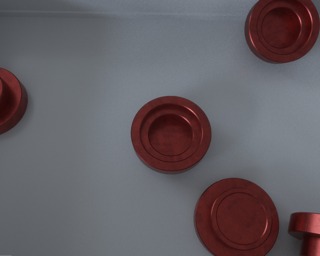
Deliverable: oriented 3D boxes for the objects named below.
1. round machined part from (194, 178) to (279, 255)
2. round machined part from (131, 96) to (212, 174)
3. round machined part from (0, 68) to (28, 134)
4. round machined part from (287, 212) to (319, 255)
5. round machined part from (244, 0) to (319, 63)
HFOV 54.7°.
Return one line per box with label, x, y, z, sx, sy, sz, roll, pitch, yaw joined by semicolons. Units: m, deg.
round machined part;0.091;0.107;0.363;0.099;0.042;0.098;0;70;-1
round machined part;0.014;0.011;0.397;0.099;0.042;0.098;0;70;-1
round machined part;-0.234;-0.040;0.412;0.099;0.042;0.098;0;70;-1
round machined part;0.187;0.125;0.328;0.098;0.098;0.042;17;71;6
round machined part;0.168;-0.141;0.441;0.099;0.042;0.097;0;97;-2
